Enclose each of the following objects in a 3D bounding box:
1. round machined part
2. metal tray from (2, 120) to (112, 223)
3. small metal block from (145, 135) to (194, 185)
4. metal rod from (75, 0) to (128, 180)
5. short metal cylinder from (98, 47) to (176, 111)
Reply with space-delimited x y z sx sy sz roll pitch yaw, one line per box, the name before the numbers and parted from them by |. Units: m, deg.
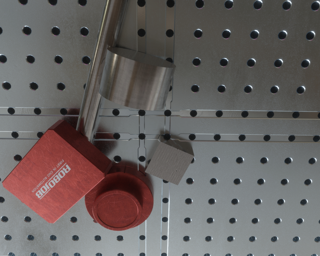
round machined part | -0.058 0.107 0.443 0.099 0.042 0.097 0 110 -1
metal tray | -0.139 0.062 0.415 0.090 0.030 0.130 43 115 -10
small metal block | 0.013 0.045 0.430 0.050 0.025 0.050 24 108 -9
metal rod | -0.080 -0.057 0.391 0.025 0.025 0.298 16 109 -6
short metal cylinder | -0.027 -0.059 0.362 0.081 0.080 0.050 14 110 -6
